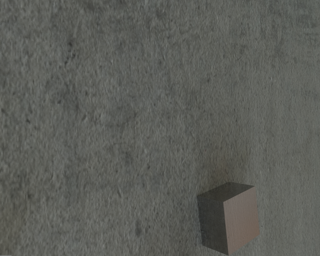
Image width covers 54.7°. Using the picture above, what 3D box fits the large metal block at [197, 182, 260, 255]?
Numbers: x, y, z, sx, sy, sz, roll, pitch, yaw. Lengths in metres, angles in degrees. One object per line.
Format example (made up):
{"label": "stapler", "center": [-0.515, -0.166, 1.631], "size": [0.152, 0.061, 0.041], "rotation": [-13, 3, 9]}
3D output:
{"label": "large metal block", "center": [0.107, 0.136, 0.482], "size": [0.081, 0.050, 0.079], "rotation": [-12, 98, -40]}
